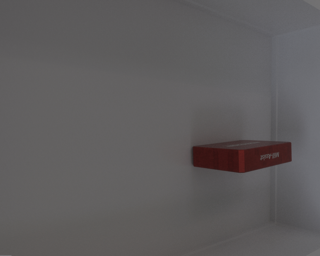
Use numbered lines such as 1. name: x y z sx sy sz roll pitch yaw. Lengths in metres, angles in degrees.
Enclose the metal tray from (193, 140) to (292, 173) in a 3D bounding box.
1. metal tray: 0.125 0.039 0.467 0.131 0.090 0.030 -4 93 -40
